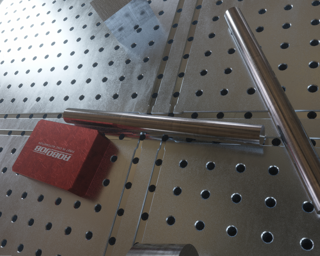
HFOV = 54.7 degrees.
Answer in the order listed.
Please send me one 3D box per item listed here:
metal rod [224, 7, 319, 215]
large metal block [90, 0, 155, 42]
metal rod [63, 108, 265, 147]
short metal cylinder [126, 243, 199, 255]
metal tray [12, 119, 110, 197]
[{"bbox_3d":[0.131,-0.046,0.367,0.025,0.025,0.299,-22,54,15],"label":"metal rod"},{"bbox_3d":[-0.069,-0.215,0.558,0.080,0.050,0.080,-37,51,3],"label":"large metal block"},{"bbox_3d":[-0.016,-0.006,0.418,0.300,0.025,0.025,6,65,30],"label":"metal rod"},{"bbox_3d":[0.003,0.147,0.280,0.050,0.080,0.080,-8,58,24],"label":"short metal cylinder"},{"bbox_3d":[-0.147,0.040,0.456,0.130,0.030,0.090,9,66,31],"label":"metal tray"}]
